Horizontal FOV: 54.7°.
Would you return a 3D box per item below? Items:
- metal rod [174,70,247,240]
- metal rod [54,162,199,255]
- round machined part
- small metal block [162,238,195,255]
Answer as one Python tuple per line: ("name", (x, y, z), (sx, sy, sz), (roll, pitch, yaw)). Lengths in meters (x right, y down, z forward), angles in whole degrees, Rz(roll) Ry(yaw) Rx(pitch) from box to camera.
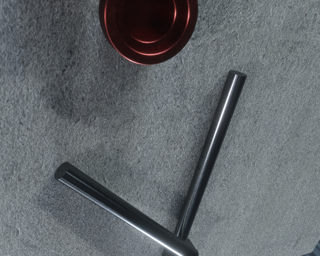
("metal rod", (0.071, 0.057, 0.480), (0.025, 0.025, 0.298), (0, 118, -29))
("metal rod", (-0.031, 0.138, 0.459), (0.025, 0.025, 0.300), (-44, 125, 2))
("round machined part", (-0.014, -0.118, 0.315), (0.099, 0.042, 0.097), (-14, 124, -21))
("small metal block", (0.032, 0.235, 0.570), (0.050, 0.025, 0.050), (0, 119, -29))
